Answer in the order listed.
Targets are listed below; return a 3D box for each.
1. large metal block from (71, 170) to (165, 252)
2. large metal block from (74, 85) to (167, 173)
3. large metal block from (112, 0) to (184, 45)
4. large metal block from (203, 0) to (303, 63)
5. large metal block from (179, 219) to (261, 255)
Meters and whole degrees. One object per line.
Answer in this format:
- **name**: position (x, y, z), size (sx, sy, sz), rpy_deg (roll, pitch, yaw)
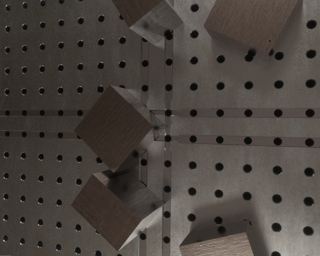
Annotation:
- **large metal block**: position (-0.051, 0.098, 0.400), size (0.080, 0.080, 0.050), rpy_deg (39, 102, 15)
- **large metal block**: position (-0.053, 0.001, 0.417), size (0.080, 0.050, 0.080), rpy_deg (44, 103, 14)
- **large metal block**: position (-0.022, -0.161, 0.390), size (0.050, 0.080, 0.080), rpy_deg (-34, 79, 16)
- **large metal block**: position (0.110, -0.133, 0.361), size (0.080, 0.050, 0.080), rpy_deg (30, 100, 17)
- **large metal block**: position (0.079, 0.164, 0.371), size (0.080, 0.050, 0.080), rpy_deg (-19, 84, 18)
